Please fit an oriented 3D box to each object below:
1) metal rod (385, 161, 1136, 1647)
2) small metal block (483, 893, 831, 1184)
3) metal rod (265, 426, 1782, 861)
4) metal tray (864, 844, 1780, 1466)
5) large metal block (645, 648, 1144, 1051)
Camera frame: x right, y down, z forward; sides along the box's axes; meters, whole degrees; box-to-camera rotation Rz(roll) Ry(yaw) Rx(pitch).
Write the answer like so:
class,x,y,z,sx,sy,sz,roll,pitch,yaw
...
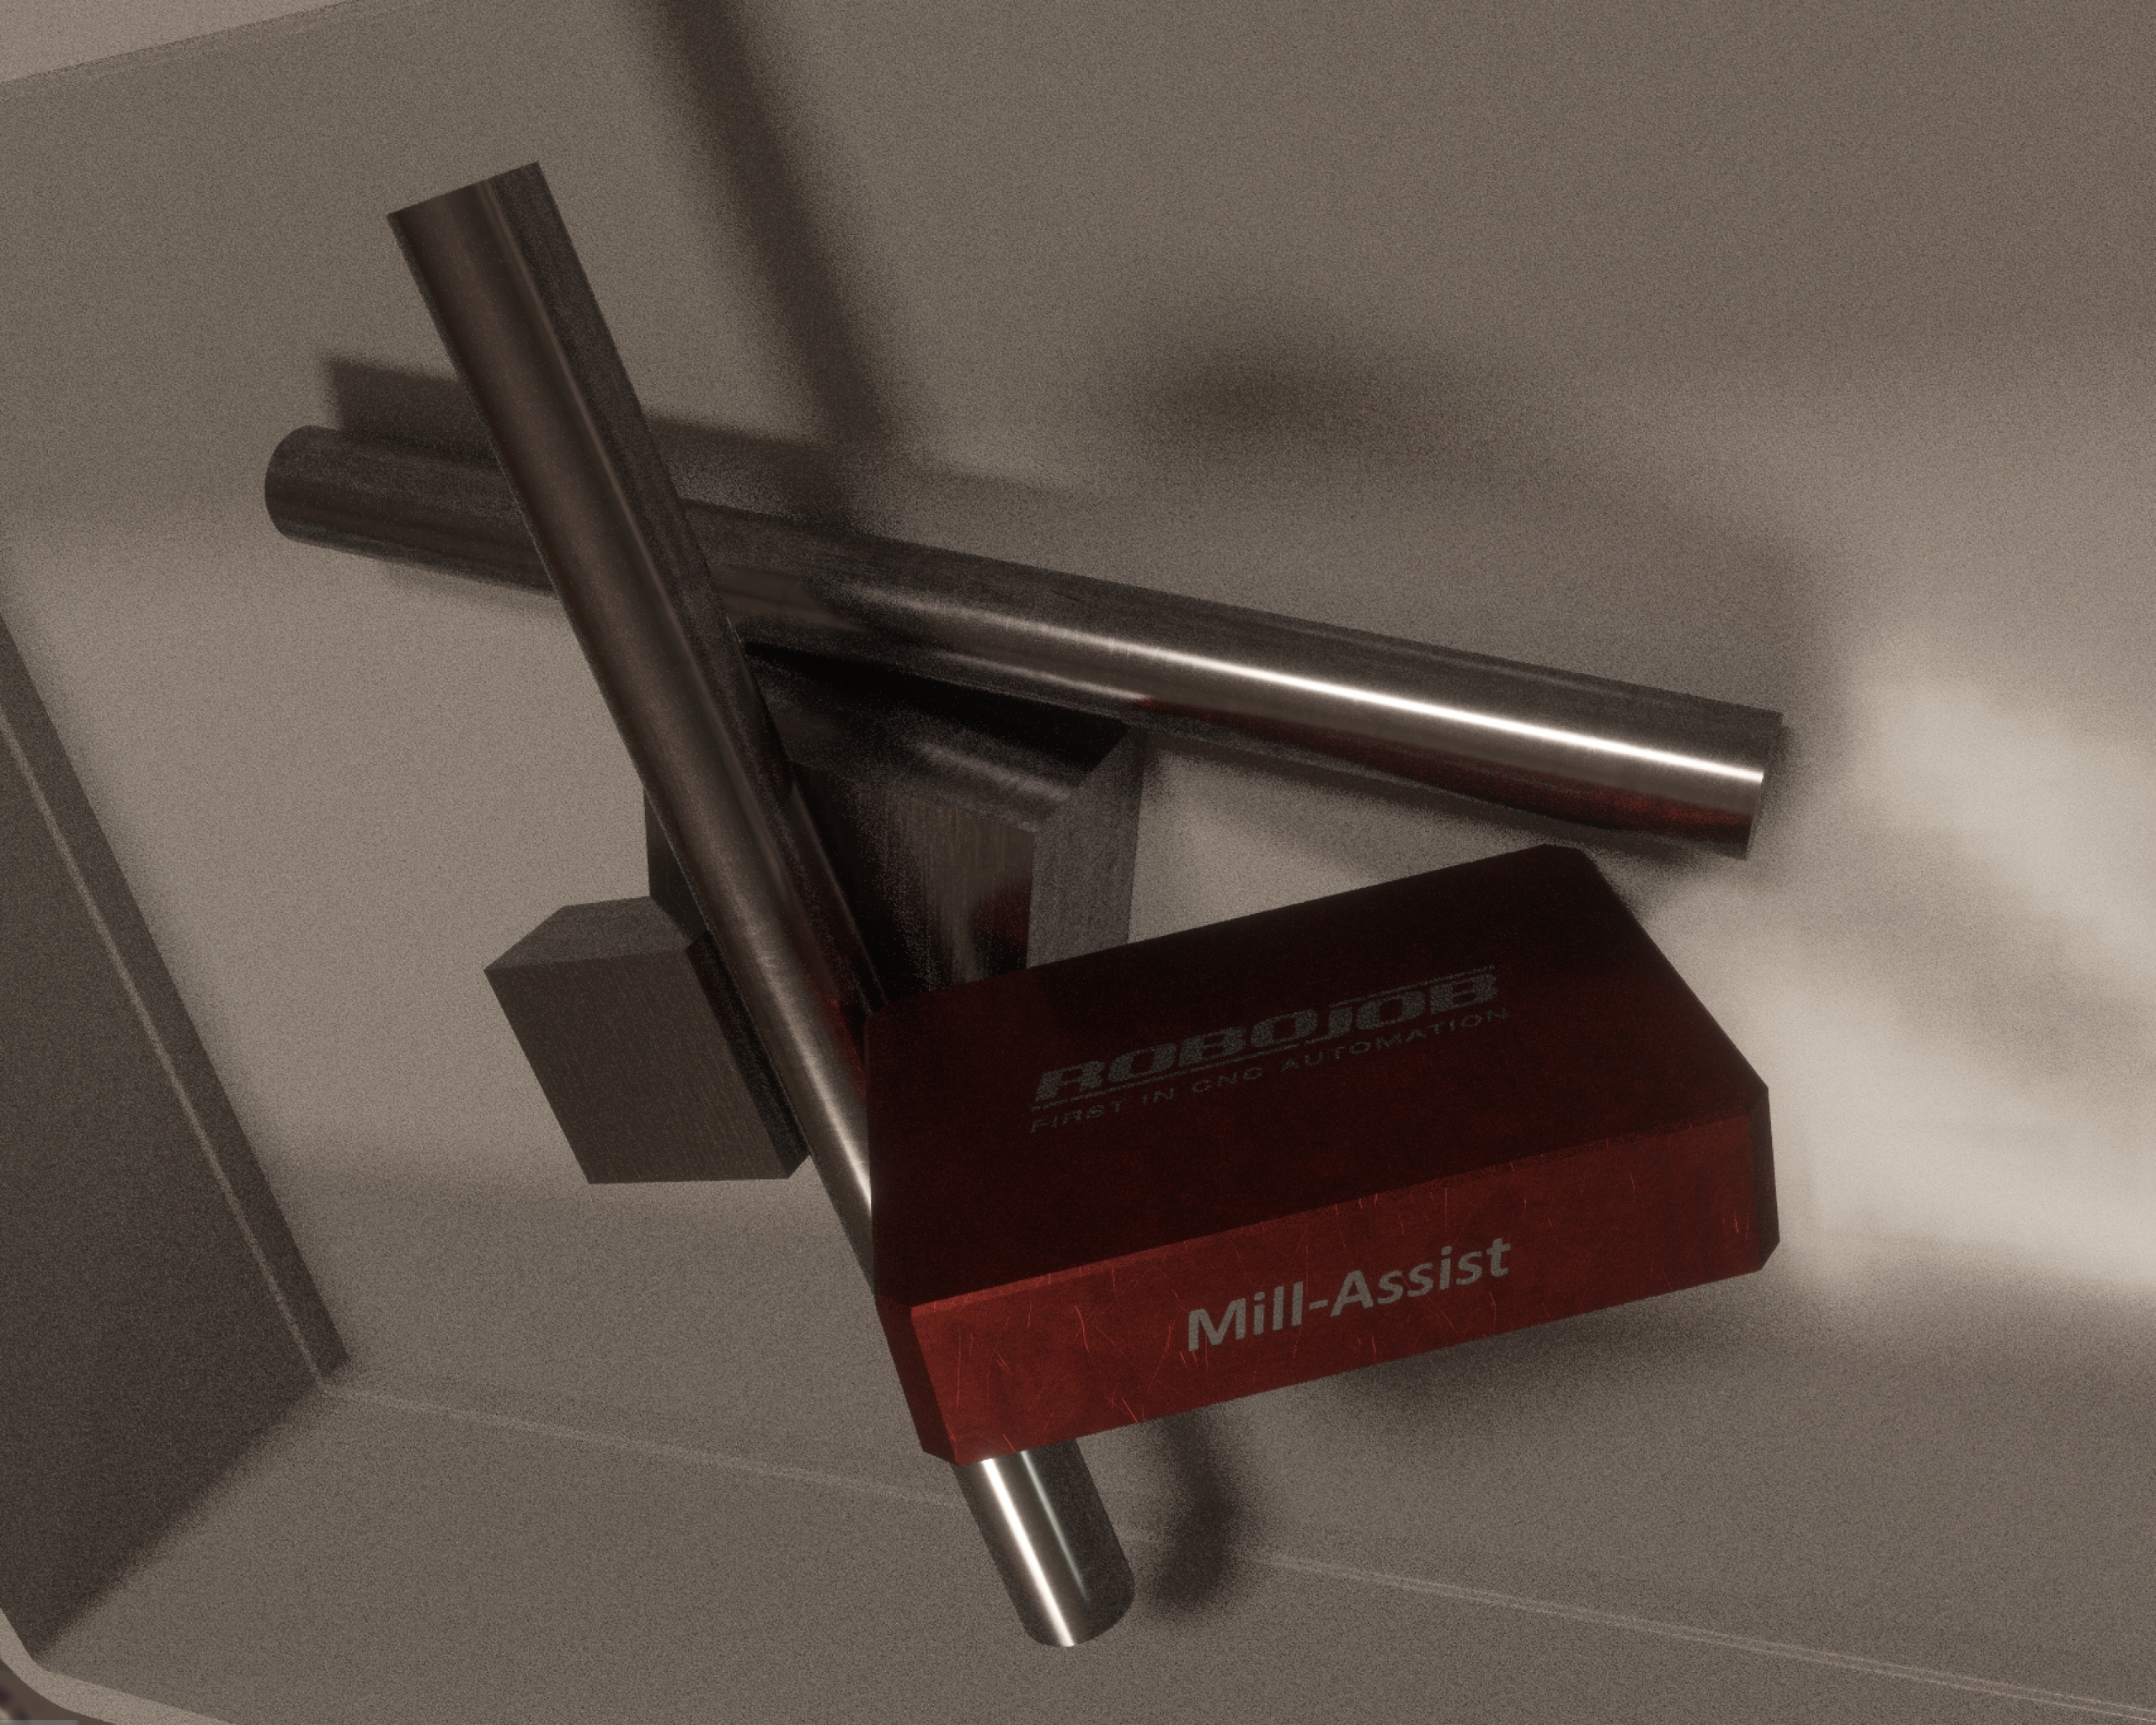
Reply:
class,x,y,z,sx,sy,sz,roll,pitch,yaw
metal rod,-0.048,0.024,0.381,0.025,0.025,0.298,-7,115,31
small metal block,-0.078,0.034,0.403,0.050,0.025,0.050,-7,115,30
metal rod,-0.025,-0.046,0.391,0.301,0.025,0.025,14,124,20
metal tray,0.033,0.042,0.338,0.131,0.090,0.030,-13,116,-1
large metal block,-0.036,0.005,0.412,0.080,0.050,0.079,17,125,18
